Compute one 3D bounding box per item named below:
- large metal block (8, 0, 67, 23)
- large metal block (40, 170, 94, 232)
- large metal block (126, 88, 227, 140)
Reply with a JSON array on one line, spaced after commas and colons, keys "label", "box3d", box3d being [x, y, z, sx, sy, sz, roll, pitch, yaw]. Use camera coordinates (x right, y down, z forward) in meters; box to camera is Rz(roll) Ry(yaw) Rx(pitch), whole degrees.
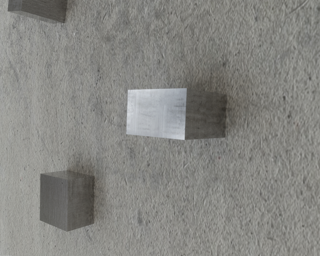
[{"label": "large metal block", "box3d": [-0.212, -0.235, 0.545, 0.050, 0.081, 0.079, 16, 100, 39]}, {"label": "large metal block", "box3d": [-0.156, 0.118, 0.518, 0.080, 0.050, 0.079, 2, 91, 40]}, {"label": "large metal block", "box3d": [0.020, -0.016, 0.353, 0.080, 0.081, 0.050, 4, 93, 40]}]
